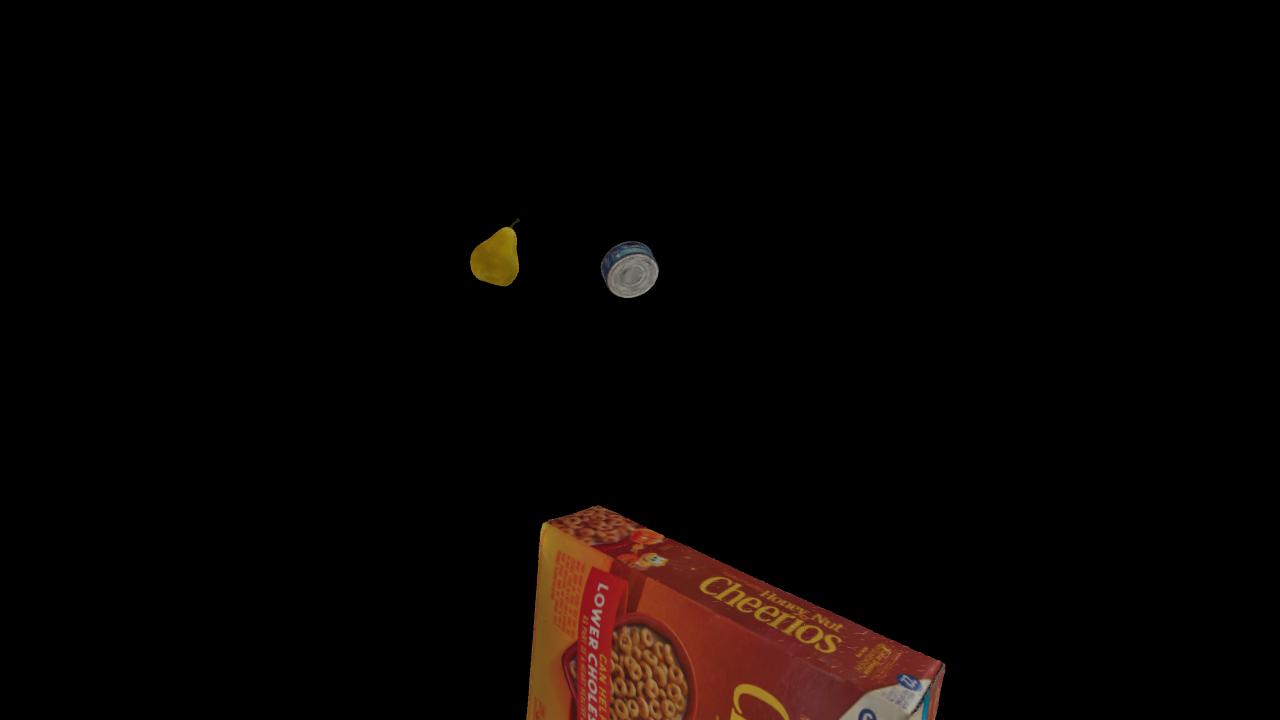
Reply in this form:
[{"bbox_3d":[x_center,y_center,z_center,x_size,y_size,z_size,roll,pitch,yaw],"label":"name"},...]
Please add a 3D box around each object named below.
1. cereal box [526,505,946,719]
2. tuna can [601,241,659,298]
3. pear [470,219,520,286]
[{"bbox_3d":[0.042,0.256,0.454,0.306,0.203,0.081,14,12,40],"label":"cereal box"},{"bbox_3d":[-0.015,-0.134,0.925,0.084,0.084,0.034,0,43,-22],"label":"tuna can"},{"bbox_3d":[-0.226,-0.176,0.983,0.080,0.111,0.080,16,2,-1],"label":"pear"}]
